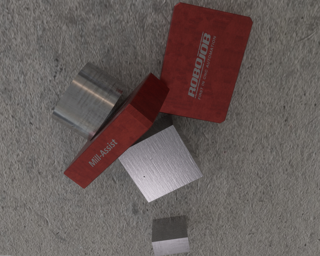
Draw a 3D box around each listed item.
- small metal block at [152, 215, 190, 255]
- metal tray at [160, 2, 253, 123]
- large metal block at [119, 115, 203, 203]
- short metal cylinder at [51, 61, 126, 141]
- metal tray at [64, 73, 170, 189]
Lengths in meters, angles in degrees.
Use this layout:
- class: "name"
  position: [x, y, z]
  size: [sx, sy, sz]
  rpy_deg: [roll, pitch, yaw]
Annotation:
- class: "small metal block"
  position: [0.015, 0.157, 0.455]
  size: [0.050, 0.050, 0.025]
  rpy_deg: [-9, 110, 3]
- class: "metal tray"
  position: [0.049, -0.077, 0.379]
  size: [0.091, 0.030, 0.129]
  rpy_deg: [10, 110, -4]
- class: "large metal block"
  position: [0.000, 0.038, 0.411]
  size: [0.080, 0.050, 0.080]
  rpy_deg: [-28, 108, 9]
- class: "short metal cylinder"
  position: [-0.084, -0.031, 0.368]
  size: [0.050, 0.080, 0.080]
  rpy_deg: [34, 107, -12]
- class: "metal tray"
  position: [-0.049, 0.003, 0.357]
  size: [0.030, 0.090, 0.129]
  rpy_deg: [41, 122, -11]
